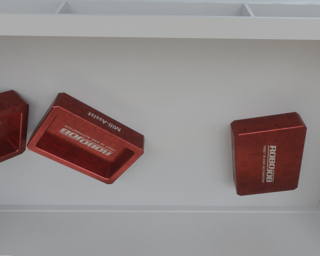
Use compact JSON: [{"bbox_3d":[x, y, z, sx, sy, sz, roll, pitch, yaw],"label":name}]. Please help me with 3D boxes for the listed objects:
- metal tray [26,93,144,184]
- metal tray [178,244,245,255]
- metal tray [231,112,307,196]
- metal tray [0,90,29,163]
[{"bbox_3d":[-0.098,0.019,0.421,0.131,0.030,0.090,30,124,-23],"label":"metal tray"},{"bbox_3d":[0.104,0.283,0.649,0.131,0.030,0.089,5,130,-5],"label":"metal tray"},{"bbox_3d":[0.151,0.042,0.443,0.090,0.030,0.129,-8,130,7],"label":"metal tray"},{"bbox_3d":[-0.222,0.014,0.357,0.030,0.131,0.089,41,131,20],"label":"metal tray"}]
